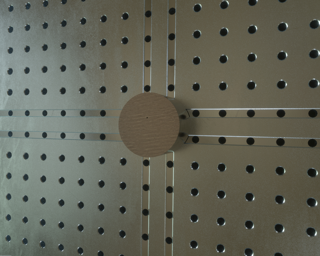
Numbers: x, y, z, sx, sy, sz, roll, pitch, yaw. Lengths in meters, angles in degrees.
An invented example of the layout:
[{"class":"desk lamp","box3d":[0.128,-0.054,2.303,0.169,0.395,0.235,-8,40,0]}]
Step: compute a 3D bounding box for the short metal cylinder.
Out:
[{"class":"short metal cylinder","box3d":[-0.006,-0.004,0.402,0.080,0.050,0.080,0,90,20]}]
